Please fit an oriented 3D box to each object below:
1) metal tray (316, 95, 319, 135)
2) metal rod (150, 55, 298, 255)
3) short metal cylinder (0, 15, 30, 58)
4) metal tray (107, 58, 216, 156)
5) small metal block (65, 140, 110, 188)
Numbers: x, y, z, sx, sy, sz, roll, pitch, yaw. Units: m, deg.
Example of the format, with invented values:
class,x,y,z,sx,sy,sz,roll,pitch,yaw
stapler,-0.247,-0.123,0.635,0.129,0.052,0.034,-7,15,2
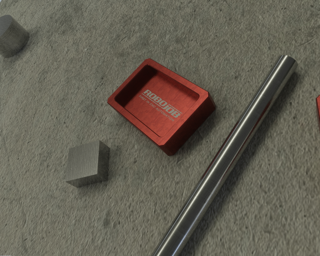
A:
class,x,y,z,sx,sy,sz,roll,pitch,yaw
metal tray,0.200,0.024,0.281,0.090,0.030,0.130,-7,59,24
metal rod,0.069,0.041,0.341,0.025,0.025,0.300,26,76,36
short metal cylinder,-0.340,-0.203,0.687,0.080,0.050,0.080,-13,56,20
metal tray,-0.002,-0.033,0.420,0.090,0.030,0.130,-47,52,-6
small metal block,-0.098,0.049,0.423,0.050,0.025,0.050,-16,55,19
